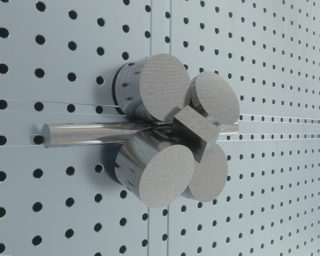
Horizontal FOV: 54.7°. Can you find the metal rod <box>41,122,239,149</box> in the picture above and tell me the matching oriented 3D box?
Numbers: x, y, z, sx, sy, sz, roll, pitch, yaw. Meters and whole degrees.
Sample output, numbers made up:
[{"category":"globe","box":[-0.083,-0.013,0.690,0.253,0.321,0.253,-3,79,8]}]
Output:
[{"category":"metal rod","box":[0.002,0.004,0.406,0.302,0.025,0.025,-2,92,-40]}]

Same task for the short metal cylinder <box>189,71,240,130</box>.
[{"category":"short metal cylinder","box":[0.062,-0.030,0.423,0.081,0.050,0.080,19,56,-31]}]

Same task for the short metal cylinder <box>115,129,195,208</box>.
[{"category":"short metal cylinder","box":[-0.006,0.047,0.368,0.081,0.050,0.079,-19,122,-33]}]

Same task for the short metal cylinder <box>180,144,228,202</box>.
[{"category":"short metal cylinder","box":[0.049,0.058,0.429,0.081,0.050,0.079,0,90,-40]}]

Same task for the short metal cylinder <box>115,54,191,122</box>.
[{"category":"short metal cylinder","box":[-0.007,-0.047,0.382,0.081,0.050,0.079,0,90,-40]}]

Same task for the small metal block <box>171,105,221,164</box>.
[{"category":"small metal block","box":[0.041,0.008,0.377,0.025,0.050,0.050,-40,157,-27]}]
